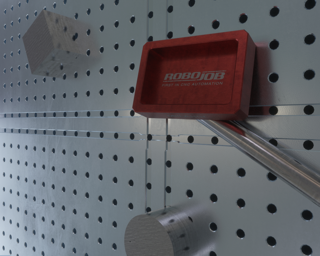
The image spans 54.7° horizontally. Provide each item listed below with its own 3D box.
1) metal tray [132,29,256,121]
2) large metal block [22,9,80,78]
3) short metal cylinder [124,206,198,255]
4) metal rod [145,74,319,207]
[{"bbox_3d":[0.036,-0.057,0.352,0.130,0.030,0.090,3,78,32],"label":"metal tray"},{"bbox_3d":[-0.197,-0.148,0.555,0.080,0.050,0.080,-32,70,35],"label":"large metal block"},{"bbox_3d":[0.001,0.145,0.392,0.080,0.050,0.079,0,90,40],"label":"short metal cylinder"},{"bbox_3d":[0.087,0.010,0.337,0.300,0.025,0.025,39,114,33],"label":"metal rod"}]
